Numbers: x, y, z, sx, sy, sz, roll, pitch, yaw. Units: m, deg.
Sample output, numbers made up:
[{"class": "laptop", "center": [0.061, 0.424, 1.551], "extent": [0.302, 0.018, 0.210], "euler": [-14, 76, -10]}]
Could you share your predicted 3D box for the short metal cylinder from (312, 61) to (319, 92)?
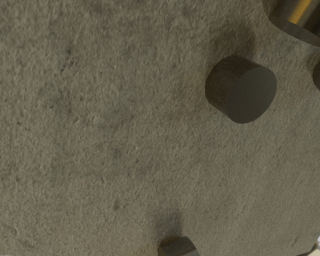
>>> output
[{"class": "short metal cylinder", "center": [0.290, -0.078, 0.485], "extent": [0.050, 0.080, 0.080], "euler": [33, 100, -39]}]

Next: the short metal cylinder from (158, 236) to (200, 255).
[{"class": "short metal cylinder", "center": [0.036, 0.237, 0.540], "extent": [0.050, 0.080, 0.079], "euler": [-16, 125, -20]}]

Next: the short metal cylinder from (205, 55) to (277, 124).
[{"class": "short metal cylinder", "center": [0.109, -0.053, 0.420], "extent": [0.081, 0.050, 0.079], "euler": [-14, 125, -21]}]

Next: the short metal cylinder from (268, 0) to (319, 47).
[{"class": "short metal cylinder", "center": [0.186, -0.143, 0.387], "extent": [0.081, 0.080, 0.050], "euler": [18, 109, -36]}]
